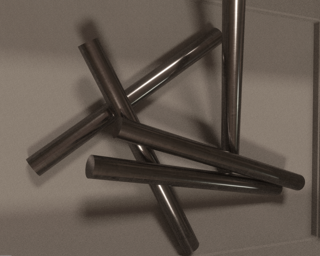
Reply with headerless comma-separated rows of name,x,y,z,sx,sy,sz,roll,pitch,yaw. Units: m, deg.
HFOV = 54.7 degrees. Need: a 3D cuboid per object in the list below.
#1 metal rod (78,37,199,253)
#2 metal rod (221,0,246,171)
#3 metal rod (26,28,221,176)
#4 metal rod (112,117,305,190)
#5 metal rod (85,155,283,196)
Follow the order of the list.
metal rod,-0.018,0.034,0.385,0.025,0.025,0.299,-31,107,-18
metal rod,0.088,-0.071,0.377,0.025,0.025,0.298,-18,122,-19
metal rod,-0.032,-0.043,0.399,0.301,0.025,0.025,-38,103,-16
metal rod,0.082,0.041,0.406,0.302,0.025,0.025,18,84,-26
metal rod,0.053,0.066,0.400,0.302,0.025,0.025,12,86,-32
